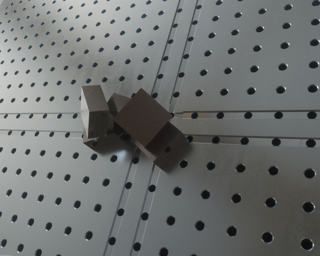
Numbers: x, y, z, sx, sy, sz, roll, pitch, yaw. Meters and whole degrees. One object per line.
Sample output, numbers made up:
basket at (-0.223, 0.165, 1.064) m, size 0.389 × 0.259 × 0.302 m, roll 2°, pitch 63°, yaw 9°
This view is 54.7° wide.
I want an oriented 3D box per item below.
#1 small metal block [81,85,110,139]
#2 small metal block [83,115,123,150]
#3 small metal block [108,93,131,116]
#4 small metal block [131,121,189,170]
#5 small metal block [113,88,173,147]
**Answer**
small metal block at (-0.088, -0.022, 0.414) m, size 0.025 × 0.050 × 0.050 m, roll -7°, pitch 49°, yaw -22°
small metal block at (-0.082, -0.001, 0.451) m, size 0.050 × 0.025 × 0.050 m, roll -18°, pitch 55°, yaw 17°
small metal block at (-0.039, -0.019, 0.423) m, size 0.050 × 0.050 × 0.025 m, roll 20°, pitch 73°, yaw 35°
small metal block at (0.000, 0.016, 0.398) m, size 0.050 × 0.025 × 0.050 m, roll -46°, pitch 51°, yaw -4°
small metal block at (-0.022, -0.012, 0.376) m, size 0.050 × 0.025 × 0.050 m, roll 42°, pitch 83°, yaw -6°
